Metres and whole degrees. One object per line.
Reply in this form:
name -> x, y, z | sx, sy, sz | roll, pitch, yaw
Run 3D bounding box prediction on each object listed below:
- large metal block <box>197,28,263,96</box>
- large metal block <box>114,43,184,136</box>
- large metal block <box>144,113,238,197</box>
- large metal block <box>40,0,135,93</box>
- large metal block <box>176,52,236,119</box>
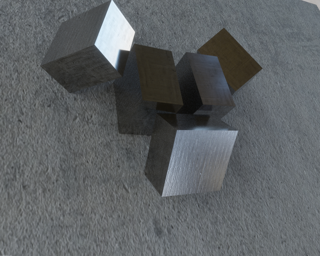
large metal block -> 0.101, -0.093, 0.475 | 0.050, 0.080, 0.080 | -41, 84, -1
large metal block -> -0.019, -0.044, 0.388 | 0.050, 0.080, 0.080 | 5, 60, -26
large metal block -> 0.034, 0.029, 0.364 | 0.081, 0.079, 0.050 | 1, 22, -28
large metal block -> -0.084, -0.096, 0.373 | 0.050, 0.080, 0.080 | 49, 39, -43
large metal block -> 0.048, -0.044, 0.425 | 0.050, 0.080, 0.080 | 1, 62, -28
